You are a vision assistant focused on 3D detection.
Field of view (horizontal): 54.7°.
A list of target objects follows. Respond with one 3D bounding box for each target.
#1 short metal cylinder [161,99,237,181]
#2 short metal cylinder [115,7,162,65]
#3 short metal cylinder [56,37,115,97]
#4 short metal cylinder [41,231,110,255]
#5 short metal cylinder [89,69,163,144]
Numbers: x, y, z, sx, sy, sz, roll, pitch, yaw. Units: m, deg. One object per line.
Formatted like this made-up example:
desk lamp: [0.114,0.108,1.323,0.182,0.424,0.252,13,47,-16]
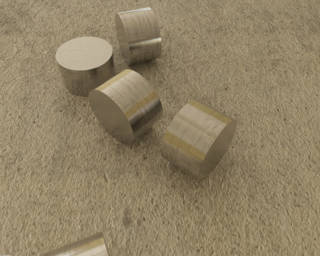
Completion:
short metal cylinder: [0.045,0.014,0.356,0.050,0.080,0.080,31,57,23]
short metal cylinder: [-0.035,-0.144,0.488,0.050,0.080,0.080,-16,52,-13]
short metal cylinder: [-0.109,-0.093,0.464,0.080,0.050,0.080,0,50,0]
short metal cylinder: [-0.060,0.133,0.255,0.050,0.080,0.080,-18,52,-14]
short metal cylinder: [-0.043,-0.026,0.389,0.080,0.080,0.050,35,58,25]
